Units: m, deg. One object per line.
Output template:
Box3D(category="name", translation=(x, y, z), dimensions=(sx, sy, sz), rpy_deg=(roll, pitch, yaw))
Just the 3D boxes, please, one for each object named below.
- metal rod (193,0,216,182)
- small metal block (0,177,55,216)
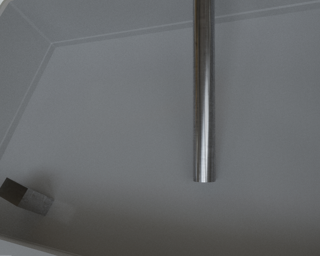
Box3D(category="metal rod", translation=(0.050, -0.090, 0.354), dimensions=(0.025, 0.025, 0.298), rpy_deg=(-1, 86, 27))
Box3D(category="small metal block", translation=(-0.184, 0.095, 0.426), dimensions=(0.050, 0.050, 0.025), rpy_deg=(14, 69, 33))
